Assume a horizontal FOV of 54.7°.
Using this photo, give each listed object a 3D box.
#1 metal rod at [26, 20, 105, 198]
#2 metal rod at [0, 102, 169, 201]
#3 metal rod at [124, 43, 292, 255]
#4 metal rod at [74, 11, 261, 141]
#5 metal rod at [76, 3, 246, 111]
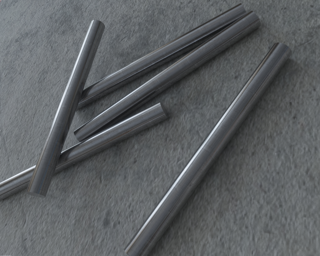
[{"bbox_3d":[-0.133,-0.045,0.465,0.025,0.025,0.299,-3,60,26],"label":"metal rod"},{"bbox_3d":[-0.127,0.040,0.443,0.301,0.025,0.025,-26,53,11],"label":"metal rod"},{"bbox_3d":[0.061,0.021,0.358,0.025,0.025,0.300,30,78,37],"label":"metal rod"},{"bbox_3d":[0.006,-0.069,0.441,0.300,0.025,0.025,-33,52,6],"label":"metal rod"},{"bbox_3d":[-0.013,-0.102,0.471,0.301,0.025,0.025,-26,53,11],"label":"metal rod"}]
